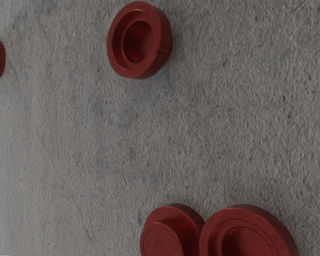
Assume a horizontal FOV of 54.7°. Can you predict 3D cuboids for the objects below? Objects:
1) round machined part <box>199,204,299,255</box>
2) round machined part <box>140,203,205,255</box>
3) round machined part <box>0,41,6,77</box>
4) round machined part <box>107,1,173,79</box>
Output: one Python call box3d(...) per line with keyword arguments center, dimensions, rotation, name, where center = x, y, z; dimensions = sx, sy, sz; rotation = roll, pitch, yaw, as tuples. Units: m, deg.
box3d(center=(0.093, 0.127, 0.317), dimensions=(0.098, 0.042, 0.097), rotation=(0, 90, 40), name="round machined part")
box3d(center=(0.013, 0.146, 0.383), dimensions=(0.098, 0.042, 0.097), rotation=(0, 90, 40), name="round machined part")
box3d(center=(-0.409, -0.163, 0.732), dimensions=(0.098, 0.042, 0.097), rotation=(0, 90, 40), name="round machined part")
box3d(center=(-0.023, -0.113, 0.413), dimensions=(0.098, 0.042, 0.097), rotation=(0, 90, 40), name="round machined part")
